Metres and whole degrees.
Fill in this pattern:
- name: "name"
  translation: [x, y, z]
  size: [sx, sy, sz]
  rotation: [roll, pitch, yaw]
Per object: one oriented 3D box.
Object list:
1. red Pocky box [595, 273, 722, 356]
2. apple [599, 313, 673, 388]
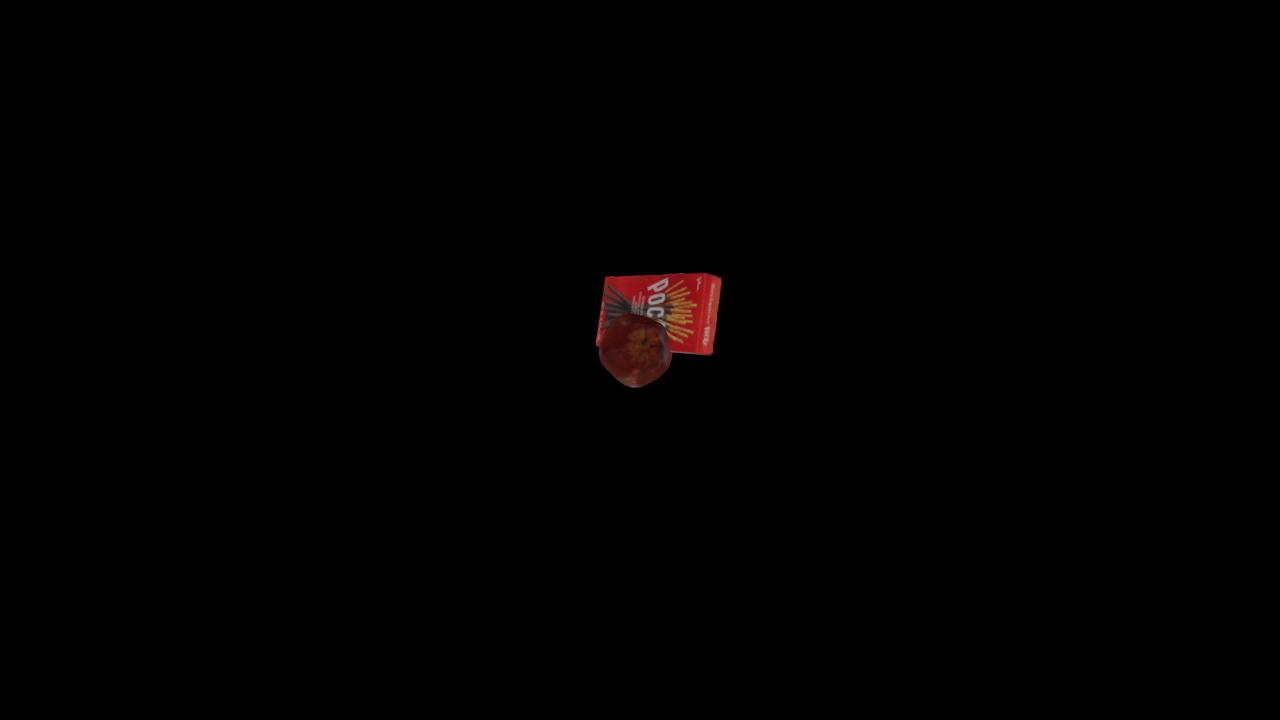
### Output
- name: "red Pocky box"
  translation: [0.015, -0.051, 0.664]
  size: [0.155, 0.083, 0.028]
  rotation: [5, -4, 44]
- name: "apple"
  translation: [-0.004, -0.012, 0.645]
  size: [0.079, 0.079, 0.093]
  rotation: [0, -6, -6]
